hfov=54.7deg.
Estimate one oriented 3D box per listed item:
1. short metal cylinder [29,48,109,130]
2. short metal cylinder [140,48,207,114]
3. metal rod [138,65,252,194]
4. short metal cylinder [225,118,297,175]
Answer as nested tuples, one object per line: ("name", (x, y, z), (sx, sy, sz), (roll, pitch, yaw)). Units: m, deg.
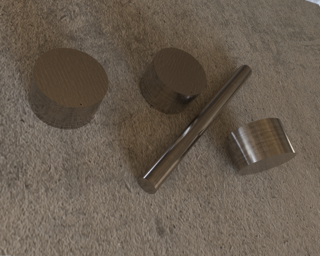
("short metal cylinder", (-0.106, -0.045, 0.358), (0.081, 0.050, 0.080), (14, 56, -21))
("short metal cylinder", (0.018, -0.066, 0.438), (0.081, 0.050, 0.080), (14, 56, -21))
("metal rod", (0.067, -0.017, 0.449), (0.025, 0.025, 0.302), (44, 51, 1))
("short metal cylinder", (0.137, 0.027, 0.426), (0.081, 0.080, 0.050), (-2, 63, -29))
